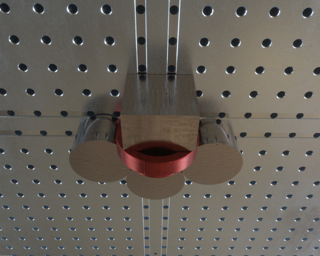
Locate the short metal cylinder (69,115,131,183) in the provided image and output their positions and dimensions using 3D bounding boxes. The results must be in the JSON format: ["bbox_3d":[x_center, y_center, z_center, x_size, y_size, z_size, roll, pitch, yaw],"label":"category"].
[{"bbox_3d":[-0.077,0.029,0.420,0.081,0.050,0.079,0,130,0],"label":"short metal cylinder"}]

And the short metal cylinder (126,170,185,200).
[{"bbox_3d":[-0.006,0.058,0.445,0.081,0.050,0.079,0,130,0],"label":"short metal cylinder"}]

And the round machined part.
[{"bbox_3d":[-0.003,0.023,0.381,0.099,0.098,0.042,1,130,-2],"label":"round machined part"}]

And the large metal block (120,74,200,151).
[{"bbox_3d":[0.000,-0.020,0.358,0.081,0.080,0.050,1,130,-1],"label":"large metal block"}]

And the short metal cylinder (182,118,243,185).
[{"bbox_3d":[0.068,0.033,0.424,0.081,0.050,0.079,0,130,0],"label":"short metal cylinder"}]
